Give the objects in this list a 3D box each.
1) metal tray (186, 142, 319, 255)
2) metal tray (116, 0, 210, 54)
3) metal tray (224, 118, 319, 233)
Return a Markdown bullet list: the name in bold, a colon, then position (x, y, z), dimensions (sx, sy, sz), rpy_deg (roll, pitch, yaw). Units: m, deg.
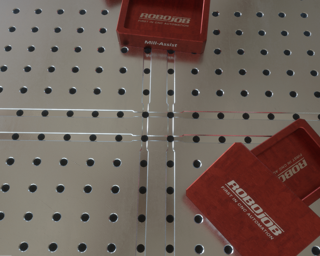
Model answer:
- **metal tray**: position (0.106, 0.091, 0.359), dimensions (0.090, 0.030, 0.130), rpy_deg (-46, 75, 8)
- **metal tray**: position (0.007, -0.165, 0.469), dimensions (0.131, 0.030, 0.090), rpy_deg (7, 70, 2)
- **metal tray**: position (0.153, 0.058, 0.388), dimensions (0.131, 0.030, 0.090), rpy_deg (-31, 73, -11)
